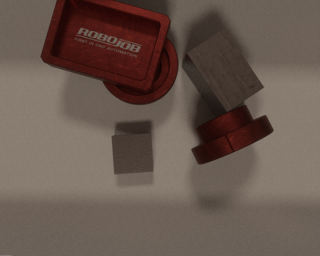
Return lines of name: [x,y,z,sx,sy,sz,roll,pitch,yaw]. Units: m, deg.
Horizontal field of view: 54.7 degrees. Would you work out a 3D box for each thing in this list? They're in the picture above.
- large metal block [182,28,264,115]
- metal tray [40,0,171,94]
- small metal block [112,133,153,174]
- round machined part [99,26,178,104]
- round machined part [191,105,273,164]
large metal block: [0.073,-0.065,0.385,0.050,0.080,0.080,-34,90,0]
metal tray: [-0.062,-0.102,0.366,0.131,0.030,0.090,16,90,0]
small metal block: [-0.036,0.033,0.411,0.050,0.025,0.050,-4,90,-1]
round machined part: [-0.027,-0.078,0.402,0.099,0.042,0.097,0,90,-1]
round machined part: [0.082,0.005,0.376,0.098,0.098,0.042,-25,85,0]
